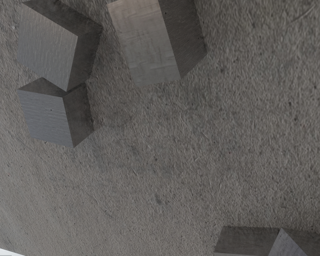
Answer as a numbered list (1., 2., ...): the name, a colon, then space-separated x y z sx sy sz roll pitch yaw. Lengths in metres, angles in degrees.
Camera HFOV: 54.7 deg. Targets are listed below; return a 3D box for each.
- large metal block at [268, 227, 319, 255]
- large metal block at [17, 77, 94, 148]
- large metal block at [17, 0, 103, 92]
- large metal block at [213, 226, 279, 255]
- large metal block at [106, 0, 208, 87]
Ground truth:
1. large metal block: 0.175 0.173 0.367 0.081 0.050 0.079 15 104 -15
2. large metal block: -0.151 -0.024 0.455 0.080 0.050 0.079 11 123 22
3. large metal block: -0.128 -0.107 0.392 0.080 0.050 0.079 32 129 7
4. large metal block: 0.132 0.188 0.437 0.080 0.050 0.080 -10 114 32
5. large metal block: 0.003 -0.096 0.310 0.050 0.080 0.080 -5 116 30
